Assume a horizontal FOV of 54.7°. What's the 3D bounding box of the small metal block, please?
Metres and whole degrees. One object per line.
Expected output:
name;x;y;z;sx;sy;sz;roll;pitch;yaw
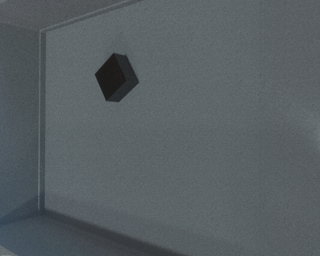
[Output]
small metal block;-0.064;-0.073;0.458;0.050;0.025;0.050;-39;67;33
